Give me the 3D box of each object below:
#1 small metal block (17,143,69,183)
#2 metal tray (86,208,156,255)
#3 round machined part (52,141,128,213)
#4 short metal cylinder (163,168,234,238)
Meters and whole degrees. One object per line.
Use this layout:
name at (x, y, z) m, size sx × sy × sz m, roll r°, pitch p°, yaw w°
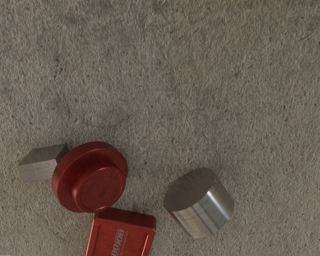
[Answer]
small metal block at (-0.152, 0.046, 0.412) m, size 0.050 × 0.050 × 0.025 m, roll -11°, pitch 110°, yaw 4°
metal tray at (-0.065, 0.189, 0.475) m, size 0.091 × 0.030 × 0.129 m, roll 13°, pitch 110°, yaw -5°
round machined part at (-0.084, 0.070, 0.400) m, size 0.099 × 0.042 × 0.097 m, roll -20°, pitch 126°, yaw -29°
short metal cylinder at (0.052, 0.099, 0.418) m, size 0.080 × 0.080 × 0.050 m, roll -33°, pitch 107°, yaw 11°
